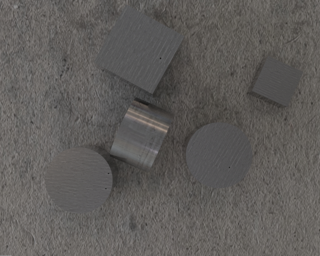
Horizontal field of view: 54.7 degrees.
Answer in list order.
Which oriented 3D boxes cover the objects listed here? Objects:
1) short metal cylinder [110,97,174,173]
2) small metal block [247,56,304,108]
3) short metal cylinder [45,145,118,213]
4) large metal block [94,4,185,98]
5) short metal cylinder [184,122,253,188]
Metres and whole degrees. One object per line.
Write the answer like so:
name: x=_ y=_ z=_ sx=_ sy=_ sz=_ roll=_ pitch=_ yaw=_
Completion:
short metal cylinder: x=-0.022 y=0.009 z=0.382 sx=0.050 sy=0.080 sz=0.080 roll=24 pitch=90 yaw=0
small metal block: x=0.152 y=-0.060 z=0.411 sx=0.050 sy=0.025 sz=0.050 roll=25 pitch=90 yaw=0
short metal cylinder: x=-0.097 y=0.063 z=0.397 sx=0.081 sy=0.050 sz=0.080 roll=0 pitch=90 yaw=0
large metal block: x=-0.025 y=-0.095 z=0.397 sx=0.080 sy=0.050 sz=0.080 roll=29 pitch=90 yaw=0
short metal cylinder: x=0.071 y=0.033 z=0.398 sx=0.081 sy=0.050 sz=0.080 roll=0 pitch=90 yaw=0
